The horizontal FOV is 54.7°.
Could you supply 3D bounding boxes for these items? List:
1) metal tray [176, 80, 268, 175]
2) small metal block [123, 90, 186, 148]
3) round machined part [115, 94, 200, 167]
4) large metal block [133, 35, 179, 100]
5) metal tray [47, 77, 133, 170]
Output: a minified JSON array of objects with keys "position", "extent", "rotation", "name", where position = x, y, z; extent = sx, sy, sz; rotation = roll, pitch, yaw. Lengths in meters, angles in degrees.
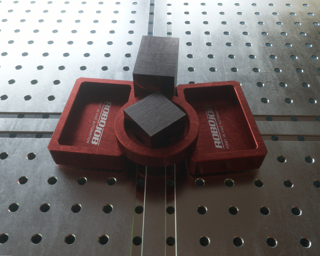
[{"position":[0.073,-0.005,0.404],"extent":[0.091,0.030,0.130],"rotation":[-5,50,-4],"name":"metal tray"},{"position":[-0.006,-0.010,0.356],"extent":[0.050,0.025,0.050],"rotation":[-32,57,-24],"name":"small metal block"},{"position":[-0.003,0.006,0.374],"extent":[0.099,0.042,0.098],"rotation":[0,50,0],"name":"round machined part"},{"position":[-0.003,-0.068,0.424],"extent":[0.050,0.080,0.080],"rotation":[5,50,4],"name":"large metal block"},{"position":[-0.080,-0.011,0.407],"extent":[0.091,0.030,0.130],"rotation":[5,50,4],"name":"metal tray"}]
